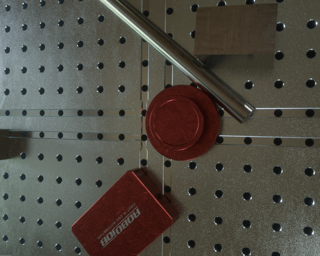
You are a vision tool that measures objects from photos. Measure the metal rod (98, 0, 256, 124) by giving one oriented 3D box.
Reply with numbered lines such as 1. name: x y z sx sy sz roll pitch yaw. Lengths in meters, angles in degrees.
1. metal rod: 0.000 -0.114 0.405 0.300 0.025 0.025 44 104 17

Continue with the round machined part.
1. round machined part: 0.026 -0.006 0.394 0.098 0.042 0.097 0 90 19

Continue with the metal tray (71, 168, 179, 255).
1. metal tray: -0.050 0.130 0.426 0.130 0.030 0.090 -45 77 14

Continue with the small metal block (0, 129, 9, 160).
1. small metal block: -0.271 0.026 0.492 0.025 0.050 0.050 4 91 20

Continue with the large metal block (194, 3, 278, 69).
1. large metal block: 0.089 -0.100 0.352 0.080 0.080 0.050 4 91 19
